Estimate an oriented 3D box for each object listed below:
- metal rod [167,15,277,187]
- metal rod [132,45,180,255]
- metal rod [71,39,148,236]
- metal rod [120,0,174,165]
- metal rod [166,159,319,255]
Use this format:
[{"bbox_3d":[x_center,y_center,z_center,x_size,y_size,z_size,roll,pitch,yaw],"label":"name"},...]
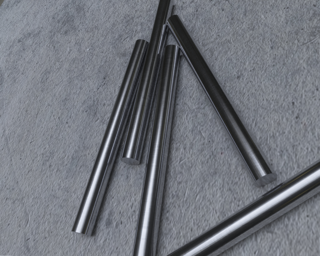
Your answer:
[{"bbox_3d":[0.065,-0.059,0.405,0.025,0.025,0.299,-29,52,10],"label":"metal rod"},{"bbox_3d":[0.000,0.014,0.395,0.025,0.025,0.300,-6,59,25],"label":"metal rod"},{"bbox_3d":[-0.062,-0.003,0.438,0.025,0.025,0.300,0,62,28],"label":"metal rod"},{"bbox_3d":[-0.013,-0.089,0.465,0.025,0.025,0.300,-4,60,26],"label":"metal rod"},{"bbox_3d":[0.121,0.066,0.299,0.300,0.025,0.025,-34,51,5],"label":"metal rod"}]
